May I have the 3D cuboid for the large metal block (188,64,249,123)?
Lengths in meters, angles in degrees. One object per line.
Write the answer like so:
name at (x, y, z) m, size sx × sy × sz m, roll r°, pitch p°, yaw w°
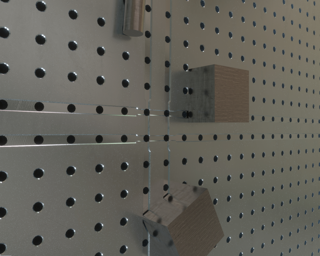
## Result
large metal block at (0.090, -0.048, 0.468) m, size 0.081 × 0.050 × 0.079 m, roll -1°, pitch 91°, yaw -40°

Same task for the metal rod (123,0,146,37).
metal rod at (-0.024, -0.265, 0.388) m, size 0.025 × 0.025 × 0.298 m, roll 6°, pitch 86°, yaw -40°

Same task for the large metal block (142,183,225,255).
large metal block at (0.034, 0.134, 0.421) m, size 0.081 × 0.050 × 0.080 m, roll -33°, pitch 111°, yaw -35°
